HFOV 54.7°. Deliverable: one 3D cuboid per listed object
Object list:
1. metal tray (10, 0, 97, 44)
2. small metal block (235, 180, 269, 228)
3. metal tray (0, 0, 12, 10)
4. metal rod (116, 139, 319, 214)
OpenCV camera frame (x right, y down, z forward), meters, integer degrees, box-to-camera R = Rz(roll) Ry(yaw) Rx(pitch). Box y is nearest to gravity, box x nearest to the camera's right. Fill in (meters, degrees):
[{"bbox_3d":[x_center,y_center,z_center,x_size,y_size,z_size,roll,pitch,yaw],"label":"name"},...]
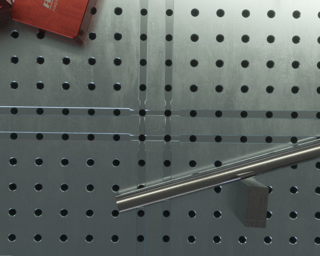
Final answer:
[{"bbox_3d":[-0.130,-0.188,0.409,0.090,0.030,0.129,18,90,-1],"label":"metal tray"},{"bbox_3d":[0.118,0.097,0.403,0.025,0.050,0.050,5,90,0],"label":"small metal block"},{"bbox_3d":[-0.266,-0.160,0.377,0.131,0.090,0.030,-16,90,-1],"label":"metal tray"},{"bbox_3d":[0.091,0.061,0.414,0.302,0.025,0.025,-15,90,-1],"label":"metal rod"}]
